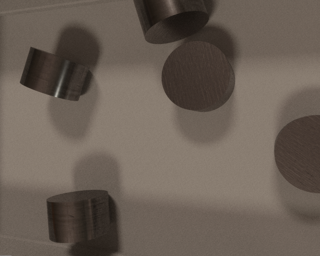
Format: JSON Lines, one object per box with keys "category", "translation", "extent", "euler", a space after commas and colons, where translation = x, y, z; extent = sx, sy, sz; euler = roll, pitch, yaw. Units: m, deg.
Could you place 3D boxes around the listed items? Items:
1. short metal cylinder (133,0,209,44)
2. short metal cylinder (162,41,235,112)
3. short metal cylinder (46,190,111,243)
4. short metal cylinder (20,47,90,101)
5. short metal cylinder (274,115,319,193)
{"category": "short metal cylinder", "translation": [0.013, -0.143, 0.376], "extent": [0.080, 0.080, 0.050], "euler": [-18, 84, 19]}
{"category": "short metal cylinder", "translation": [0.048, -0.060, 0.380], "extent": [0.080, 0.050, 0.079], "euler": [0, 90, 19]}
{"category": "short metal cylinder", "translation": [-0.109, 0.116, 0.418], "extent": [0.080, 0.080, 0.050], "euler": [-5, 88, 19]}
{"category": "short metal cylinder", "translation": [-0.145, -0.075, 0.431], "extent": [0.080, 0.080, 0.050], "euler": [22, 98, 18]}
{"category": "short metal cylinder", "translation": [0.168, 0.026, 0.338], "extent": [0.080, 0.050, 0.079], "euler": [0, 90, 19]}
